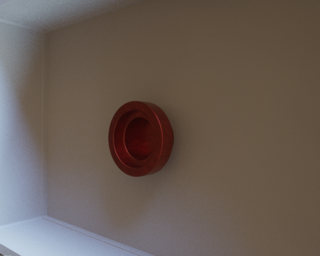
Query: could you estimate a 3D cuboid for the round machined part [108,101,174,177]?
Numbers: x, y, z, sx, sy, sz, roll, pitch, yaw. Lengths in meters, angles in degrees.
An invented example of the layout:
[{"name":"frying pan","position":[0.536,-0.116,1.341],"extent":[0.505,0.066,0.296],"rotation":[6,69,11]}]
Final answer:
[{"name":"round machined part","position":[-0.021,0.014,0.414],"extent":[0.098,0.042,0.097],"rotation":[0,90,40]}]
